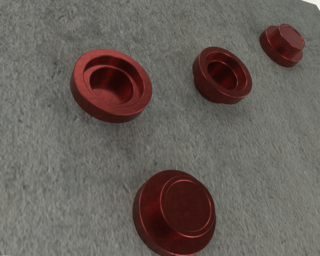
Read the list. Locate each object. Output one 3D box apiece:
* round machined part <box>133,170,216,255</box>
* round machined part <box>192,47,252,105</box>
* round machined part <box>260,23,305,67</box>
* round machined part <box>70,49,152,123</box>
[{"bbox_3d":[0.023,0.093,0.350,0.099,0.042,0.098,14,56,-21],"label":"round machined part"},{"bbox_3d":[0.094,-0.078,0.493,0.099,0.042,0.098,14,56,-21],"label":"round machined part"},{"bbox_3d":[0.261,-0.178,0.645,0.099,0.042,0.098,14,56,-21],"label":"round machined part"},{"bbox_3d":[-0.063,-0.048,0.389,0.099,0.042,0.098,14,56,-21],"label":"round machined part"}]
